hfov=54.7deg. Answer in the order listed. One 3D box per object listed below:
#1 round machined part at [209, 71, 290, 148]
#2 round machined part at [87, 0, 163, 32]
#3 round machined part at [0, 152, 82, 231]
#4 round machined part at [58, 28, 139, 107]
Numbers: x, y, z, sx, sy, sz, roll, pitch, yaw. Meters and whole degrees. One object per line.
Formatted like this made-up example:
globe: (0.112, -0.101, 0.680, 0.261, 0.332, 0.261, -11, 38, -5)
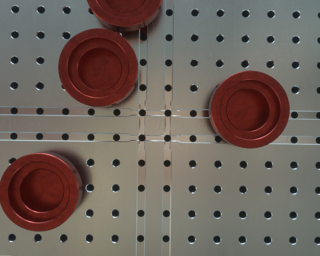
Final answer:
round machined part: (0.113, -0.023, 0.406, 0.099, 0.042, 0.097, 0, 90, -1)
round machined part: (-0.044, -0.174, 0.404, 0.099, 0.042, 0.097, 0, 90, -1)
round machined part: (-0.150, 0.079, 0.403, 0.099, 0.042, 0.097, 0, 90, -1)
round machined part: (-0.077, -0.075, 0.404, 0.099, 0.042, 0.097, 0, 90, -1)
